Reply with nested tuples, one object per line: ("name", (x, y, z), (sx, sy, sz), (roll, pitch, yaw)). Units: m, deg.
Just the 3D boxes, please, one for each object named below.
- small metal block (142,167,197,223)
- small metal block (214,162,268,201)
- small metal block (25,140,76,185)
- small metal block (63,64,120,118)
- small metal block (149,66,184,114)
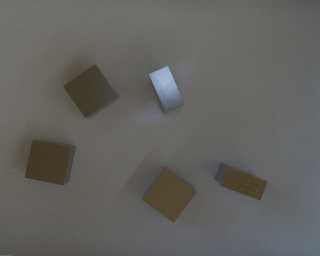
("small metal block", (0.012, 0.088, 0.411), (0.050, 0.025, 0.050), (37, 90, 0))
("small metal block", (0.103, 0.067, 0.400), (0.050, 0.050, 0.025), (21, 90, 0))
("small metal block", (-0.144, 0.044, 0.410), (0.050, 0.025, 0.050), (12, 90, 0))
("small metal block", (-0.090, -0.048, 0.411), (0.050, 0.025, 0.050), (-35, 90, 0))
("small metal block", (0.008, -0.047, 0.399), (0.025, 0.050, 0.050), (-24, 90, 0))
